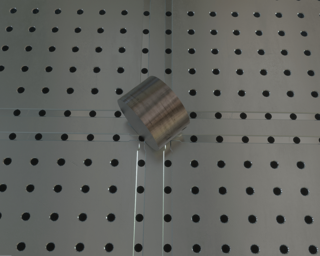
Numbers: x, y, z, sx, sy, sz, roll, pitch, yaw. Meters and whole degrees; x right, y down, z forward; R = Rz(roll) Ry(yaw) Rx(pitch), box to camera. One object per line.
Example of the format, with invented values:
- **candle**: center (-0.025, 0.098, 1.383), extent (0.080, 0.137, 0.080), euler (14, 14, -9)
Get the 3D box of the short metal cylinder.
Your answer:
- **short metal cylinder**: center (-0.008, -0.018, 0.388), extent (0.050, 0.080, 0.080), euler (-39, 75, -13)
